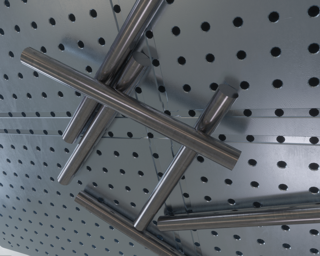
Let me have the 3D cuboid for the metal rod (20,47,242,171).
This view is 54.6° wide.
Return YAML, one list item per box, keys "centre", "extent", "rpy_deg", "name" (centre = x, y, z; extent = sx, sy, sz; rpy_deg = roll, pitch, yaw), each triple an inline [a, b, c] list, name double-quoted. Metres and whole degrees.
- centre: [-0.044, -0.029, 0.383]
  extent: [0.301, 0.025, 0.025]
  rpy_deg: [27, 128, 11]
  name: "metal rod"

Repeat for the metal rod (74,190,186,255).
- centre: [-0.020, 0.198, 0.544]
  extent: [0.301, 0.025, 0.025]
  rpy_deg: [29, 128, 9]
  name: "metal rod"

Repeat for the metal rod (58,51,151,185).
- centre: [-0.097, 0.005, 0.466]
  extent: [0.025, 0.025, 0.298]
  rpy_deg: [41, 129, 0]
  name: "metal rod"

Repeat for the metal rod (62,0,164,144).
- centre: [-0.068, -0.072, 0.403]
  extent: [0.025, 0.025, 0.298]
  rpy_deg: [41, 129, 0]
  name: "metal rod"

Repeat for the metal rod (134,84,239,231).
- centre: [0.022, 0.062, 0.438]
  extent: [0.025, 0.025, 0.298]
  rpy_deg: [33, 129, 6]
  name: "metal rod"

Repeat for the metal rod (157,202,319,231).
- centre: [0.122, 0.121, 0.421]
  extent: [0.300, 0.025, 0.025]
  rpy_deg: [-16, 110, 34]
  name: "metal rod"
